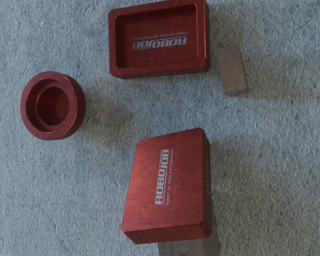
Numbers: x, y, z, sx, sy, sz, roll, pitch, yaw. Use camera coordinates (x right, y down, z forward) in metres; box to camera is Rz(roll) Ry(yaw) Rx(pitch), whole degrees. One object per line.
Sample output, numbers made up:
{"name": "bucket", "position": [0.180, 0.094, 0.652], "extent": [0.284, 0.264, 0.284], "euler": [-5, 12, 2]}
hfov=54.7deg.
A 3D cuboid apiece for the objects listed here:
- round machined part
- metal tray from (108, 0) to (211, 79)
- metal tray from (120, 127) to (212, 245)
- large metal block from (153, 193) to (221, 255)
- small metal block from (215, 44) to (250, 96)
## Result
{"name": "round machined part", "position": [-0.150, -0.031, 0.453], "extent": [0.098, 0.042, 0.097], "euler": [0, 90, 20]}
{"name": "metal tray", "position": [-0.002, -0.115, 0.406], "extent": [0.130, 0.030, 0.089], "euler": [-1, 90, 19]}
{"name": "metal tray", "position": [0.011, 0.063, 0.359], "extent": [0.090, 0.030, 0.130], "euler": [-12, 43, 19]}
{"name": "large metal block", "position": [0.035, 0.123, 0.367], "extent": [0.050, 0.080, 0.080], "euler": [-10, 87, 20]}
{"name": "small metal block", "position": [0.086, -0.066, 0.365], "extent": [0.025, 0.050, 0.050], "euler": [-11, 86, 20]}
